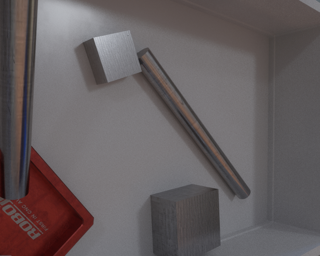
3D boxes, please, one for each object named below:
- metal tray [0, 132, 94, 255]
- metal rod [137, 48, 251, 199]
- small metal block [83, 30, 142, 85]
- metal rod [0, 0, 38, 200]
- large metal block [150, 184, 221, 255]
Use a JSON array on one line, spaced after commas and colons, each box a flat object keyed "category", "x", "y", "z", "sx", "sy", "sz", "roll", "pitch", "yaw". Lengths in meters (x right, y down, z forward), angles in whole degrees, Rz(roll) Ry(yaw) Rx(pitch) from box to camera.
[{"category": "metal tray", "x": -0.135, "y": 0.077, "z": 0.291, "sx": 0.090, "sy": 0.030, "sz": 0.130, "roll": -47, "pitch": 118, "yaw": -30}, {"category": "metal rod", "x": 0.060, "y": 0.009, "z": 0.458, "sx": 0.300, "sy": 0.025, "sz": 0.025, "roll": 51, "pitch": 60, "yaw": -28}, {"category": "small metal block", "x": -0.055, "y": -0.083, "z": 0.362, "sx": 0.050, "sy": 0.025, "sz": 0.050, "roll": -27, "pitch": 107, "yaw": -37}, {"category": "metal rod", "x": -0.103, "y": -0.079, "z": 0.225, "sx": 0.025, "sy": 0.025, "sz": 0.298, "roll": -7, "pitch": 118, "yaw": -40}, {"category": "large metal block", "x": 0.036, "y": 0.127, "z": 0.423, "sx": 0.081, "sy": 0.050, "sz": 0.079, "roll": -5, "pitch": 93, "yaw": -40}]
